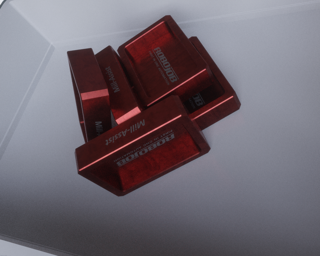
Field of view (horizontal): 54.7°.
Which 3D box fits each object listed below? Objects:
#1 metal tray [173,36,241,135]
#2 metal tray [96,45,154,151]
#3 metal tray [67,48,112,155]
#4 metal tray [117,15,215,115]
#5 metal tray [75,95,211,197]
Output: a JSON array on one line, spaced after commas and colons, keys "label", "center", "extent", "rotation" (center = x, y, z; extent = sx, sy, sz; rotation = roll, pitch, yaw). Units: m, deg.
[{"label": "metal tray", "center": [0.037, -0.057, 0.416], "extent": [0.090, 0.030, 0.130], "rotation": [-31, 51, 10]}, {"label": "metal tray", "center": [-0.038, -0.037, 0.402], "extent": [0.030, 0.090, 0.130], "rotation": [-32, 52, 7]}, {"label": "metal tray", "center": [-0.087, -0.023, 0.396], "extent": [0.030, 0.129, 0.090], "rotation": [-13, 50, -17]}, {"label": "metal tray", "center": [0.003, -0.085, 0.411], "extent": [0.090, 0.030, 0.130], "rotation": [-32, 51, 7]}, {"label": "metal tray", "center": [-0.017, 0.026, 0.354], "extent": [0.130, 0.090, 0.030], "rotation": [-29, 52, 10]}]
